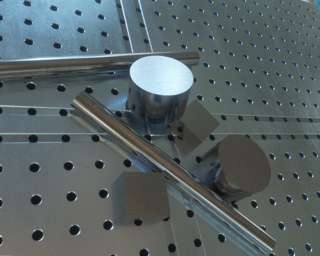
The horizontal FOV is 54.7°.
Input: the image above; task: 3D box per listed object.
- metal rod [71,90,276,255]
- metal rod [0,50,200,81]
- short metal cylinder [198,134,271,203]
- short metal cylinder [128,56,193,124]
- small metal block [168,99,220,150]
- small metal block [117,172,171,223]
[{"bbox_3d":[0.019,0.056,0.383,0.300,0.025,0.025,38,51,-3],"label":"metal rod"},{"bbox_3d":[-0.067,-0.089,0.425,0.303,0.025,0.025,-12,68,-33],"label":"metal rod"},{"bbox_3d":[0.098,0.055,0.411,0.081,0.050,0.080,13,56,-21],"label":"short metal cylinder"},{"bbox_3d":[-0.001,-0.051,0.407,0.081,0.050,0.080,6,47,-6],"label":"short metal cylinder"},{"bbox_3d":[0.049,-0.006,0.438,0.050,0.025,0.050,47,51,4],"label":"small metal block"},{"bbox_3d":[-0.019,0.078,0.350,0.050,0.025,0.050,6,59,-25],"label":"small metal block"}]
